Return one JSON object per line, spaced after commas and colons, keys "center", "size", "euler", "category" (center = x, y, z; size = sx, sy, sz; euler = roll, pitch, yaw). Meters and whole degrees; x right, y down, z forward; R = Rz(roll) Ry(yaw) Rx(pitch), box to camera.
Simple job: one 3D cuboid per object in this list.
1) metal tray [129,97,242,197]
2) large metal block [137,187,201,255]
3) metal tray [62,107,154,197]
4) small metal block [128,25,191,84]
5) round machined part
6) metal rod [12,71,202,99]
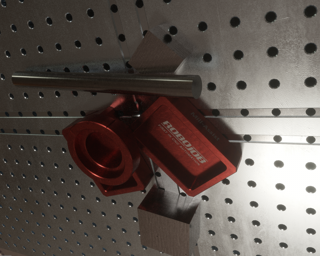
{"center": [0.029, 0.021, 0.404], "size": [0.130, 0.030, 0.090], "euler": [45, 129, -4], "category": "metal tray"}
{"center": [0.015, 0.146, 0.476], "size": [0.080, 0.050, 0.079], "euler": [11, 123, 22], "category": "large metal block"}
{"center": [-0.079, 0.040, 0.472], "size": [0.090, 0.030, 0.130], "euler": [-18, 109, 34], "category": "metal tray"}
{"center": [-0.001, -0.081, 0.360], "size": [0.050, 0.025, 0.050], "euler": [41, 129, 0], "category": "small metal block"}
{"center": [-0.069, 0.024, 0.411], "size": [0.098, 0.042, 0.097], "euler": [13, 124, 20], "category": "round machined part"}
{"center": [-0.089, -0.059, 0.399], "size": [0.300, 0.025, 0.025], "euler": [7, 122, 31], "category": "metal rod"}
